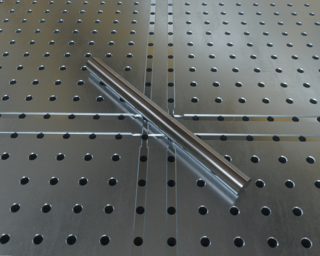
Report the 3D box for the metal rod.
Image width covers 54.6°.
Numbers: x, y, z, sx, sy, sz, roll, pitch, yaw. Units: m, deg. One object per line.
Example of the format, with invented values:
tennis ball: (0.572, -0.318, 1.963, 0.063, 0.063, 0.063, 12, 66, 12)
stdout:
metal rod: (-0.006, -0.017, 0.423, 0.025, 0.025, 0.300, -35, 58, -26)
